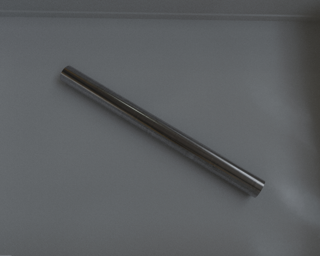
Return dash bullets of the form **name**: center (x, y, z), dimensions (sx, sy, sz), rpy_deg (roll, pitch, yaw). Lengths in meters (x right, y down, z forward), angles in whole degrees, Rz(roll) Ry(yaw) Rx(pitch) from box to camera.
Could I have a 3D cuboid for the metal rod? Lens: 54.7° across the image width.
- **metal rod**: center (-0.004, 0.000, 0.407), dimensions (0.301, 0.025, 0.025), rpy_deg (31, 73, 10)
